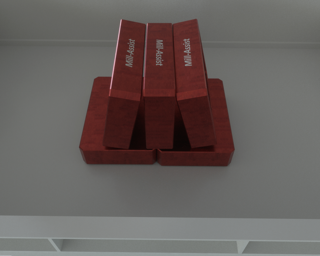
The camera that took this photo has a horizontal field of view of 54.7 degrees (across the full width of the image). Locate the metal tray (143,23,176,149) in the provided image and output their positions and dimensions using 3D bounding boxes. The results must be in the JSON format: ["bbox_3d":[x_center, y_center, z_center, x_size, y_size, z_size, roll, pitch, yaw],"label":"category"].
[{"bbox_3d":[0.000,-0.051,0.363,0.030,0.089,0.130,0,48,0],"label":"metal tray"}]

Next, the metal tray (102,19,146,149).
[{"bbox_3d":[-0.041,-0.052,0.362,0.030,0.089,0.130,8,49,-10],"label":"metal tray"}]

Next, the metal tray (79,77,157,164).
[{"bbox_3d":[-0.049,-0.014,0.410,0.091,0.030,0.130,1,50,0],"label":"metal tray"}]

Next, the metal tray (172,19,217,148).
[{"bbox_3d":[0.040,-0.053,0.364,0.030,0.090,0.130,-9,49,11],"label":"metal tray"}]

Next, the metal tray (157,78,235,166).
[{"bbox_3d":[0.043,-0.012,0.410,0.091,0.030,0.130,1,50,0],"label":"metal tray"}]
